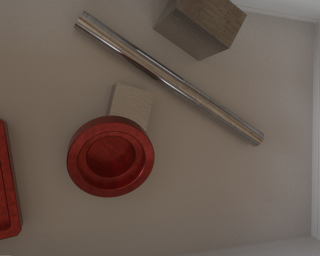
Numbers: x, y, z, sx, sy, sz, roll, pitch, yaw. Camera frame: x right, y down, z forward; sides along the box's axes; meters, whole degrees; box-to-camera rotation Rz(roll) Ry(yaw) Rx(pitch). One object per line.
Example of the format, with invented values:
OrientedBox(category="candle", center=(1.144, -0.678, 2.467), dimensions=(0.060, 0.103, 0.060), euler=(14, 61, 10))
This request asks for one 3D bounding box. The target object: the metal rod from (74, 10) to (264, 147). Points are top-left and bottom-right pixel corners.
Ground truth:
OrientedBox(category="metal rod", center=(0.025, -0.057, 0.420), dimensions=(0.301, 0.025, 0.025), euler=(31, 80, -18))

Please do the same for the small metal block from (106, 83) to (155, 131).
OrientedBox(category="small metal block", center=(-0.039, -0.026, 0.397), dimensions=(0.050, 0.025, 0.050), euler=(14, 85, -20))

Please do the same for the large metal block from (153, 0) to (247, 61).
OrientedBox(category="large metal block", center=(0.048, -0.137, 0.400), dimensions=(0.080, 0.080, 0.050), euler=(31, 80, -18))

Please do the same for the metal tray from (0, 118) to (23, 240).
OrientedBox(category="metal tray", center=(-0.206, 0.059, 0.331), dimensions=(0.091, 0.030, 0.129), euler=(-9, 93, -20))

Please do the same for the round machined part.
OrientedBox(category="round machined part", center=(-0.059, 0.030, 0.368), dimensions=(0.099, 0.042, 0.097), euler=(-6, 114, -12))
